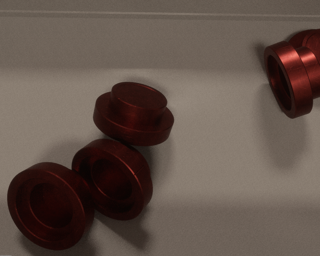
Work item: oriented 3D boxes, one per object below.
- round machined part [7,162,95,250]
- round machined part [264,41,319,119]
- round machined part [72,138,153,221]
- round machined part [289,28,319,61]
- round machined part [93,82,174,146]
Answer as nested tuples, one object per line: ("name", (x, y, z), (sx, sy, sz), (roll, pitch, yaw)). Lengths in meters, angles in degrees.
("round machined part", (-0.118, 0.084, 0.352), (0.098, 0.042, 0.097), (5, 107, 17))
("round machined part", (0.172, -0.064, 0.393), (0.042, 0.098, 0.098), (-20, 71, 9))
("round machined part", (-0.050, 0.055, 0.360), (0.098, 0.097, 0.042), (34, 38, 11))
("round machined part", (0.227, -0.101, 0.439), (0.099, 0.042, 0.098), (0, 70, 1))
("round machined part", (-0.029, -0.023, 0.381), (0.099, 0.042, 0.098), (14, 30, -8))
